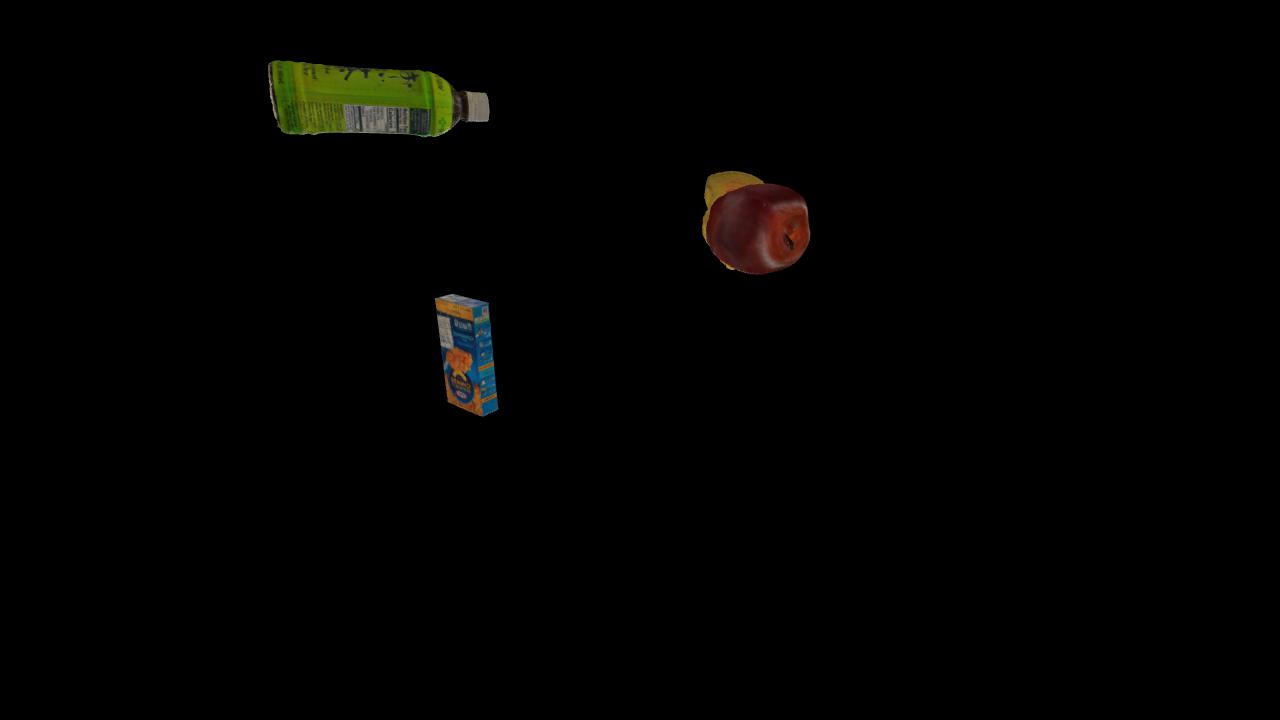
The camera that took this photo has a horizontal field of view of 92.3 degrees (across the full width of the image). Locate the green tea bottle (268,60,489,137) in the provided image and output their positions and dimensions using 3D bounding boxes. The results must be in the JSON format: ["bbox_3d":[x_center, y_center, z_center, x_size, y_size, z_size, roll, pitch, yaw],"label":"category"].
[{"bbox_3d":[-0.269,-0.273,0.654,0.212,0.073,0.073,-6,2,-25],"label":"green tea bottle"}]

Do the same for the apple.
[{"bbox_3d":[0.096,-0.108,0.512,0.079,0.079,0.093,0,22,-34],"label":"apple"}]

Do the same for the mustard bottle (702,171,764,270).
[{"bbox_3d":[0.134,-0.195,0.876,0.092,0.184,0.054,11,-39,-3],"label":"mustard bottle"}]

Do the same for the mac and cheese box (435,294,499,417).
[{"bbox_3d":[-0.277,-0.008,0.987,0.093,0.184,0.041,15,26,33],"label":"mac and cheese box"}]
